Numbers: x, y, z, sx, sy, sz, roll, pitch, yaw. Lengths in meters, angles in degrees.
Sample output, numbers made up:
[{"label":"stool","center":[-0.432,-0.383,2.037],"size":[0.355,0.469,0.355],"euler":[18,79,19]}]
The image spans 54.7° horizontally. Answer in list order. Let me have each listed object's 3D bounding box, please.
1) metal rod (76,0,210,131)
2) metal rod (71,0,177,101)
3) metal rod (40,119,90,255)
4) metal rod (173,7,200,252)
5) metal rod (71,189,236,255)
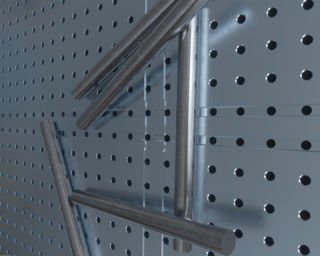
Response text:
[{"label":"metal rod","center":[-0.037,-0.079,0.417],"size":[0.299,0.025,0.025],"euler":[-39,66,39]},{"label":"metal rod","center":[-0.036,-0.126,0.436],"size":[0.299,0.025,0.025],"euler":[-34,69,34]},{"label":"metal rod","center":[-0.162,0.124,0.539],"size":[0.025,0.025,0.299],"euler":[-32,71,35]},{"label":"metal rod","center":[0.032,0.000,0.381],"size":[0.025,0.025,0.298],"euler":[2,92,39]},{"label":"metal rod","center":[-0.036,0.114,0.413],"size":[0.300,0.025,0.025],"euler":[-1,90,46]}]
